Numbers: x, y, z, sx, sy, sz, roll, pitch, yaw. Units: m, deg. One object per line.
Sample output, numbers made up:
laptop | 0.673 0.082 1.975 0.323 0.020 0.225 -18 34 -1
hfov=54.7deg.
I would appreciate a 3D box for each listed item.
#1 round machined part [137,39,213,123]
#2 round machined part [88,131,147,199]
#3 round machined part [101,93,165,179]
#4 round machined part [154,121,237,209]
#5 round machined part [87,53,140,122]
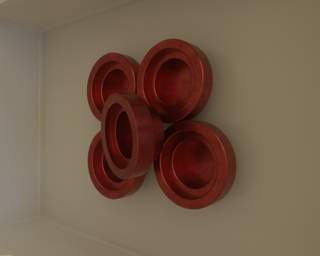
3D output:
round machined part | 0.021 -0.054 0.374 0.098 0.042 0.097 0 90 39
round machined part | -0.054 0.048 0.436 0.098 0.042 0.097 0 90 39
round machined part | -0.030 0.007 0.361 0.098 0.042 0.097 14 106 56
round machined part | 0.043 0.040 0.356 0.098 0.042 0.097 0 90 39
round machined part | -0.056 -0.054 0.437 0.098 0.042 0.097 0 90 39
